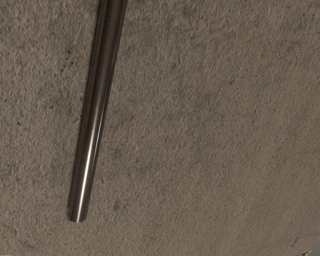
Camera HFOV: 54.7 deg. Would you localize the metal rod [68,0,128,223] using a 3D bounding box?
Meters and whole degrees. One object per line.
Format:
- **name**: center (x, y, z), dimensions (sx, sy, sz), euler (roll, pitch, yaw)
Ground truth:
- **metal rod**: center (-0.076, -0.011, 0.358), dimensions (0.025, 0.025, 0.298), euler (1, 118, -29)
